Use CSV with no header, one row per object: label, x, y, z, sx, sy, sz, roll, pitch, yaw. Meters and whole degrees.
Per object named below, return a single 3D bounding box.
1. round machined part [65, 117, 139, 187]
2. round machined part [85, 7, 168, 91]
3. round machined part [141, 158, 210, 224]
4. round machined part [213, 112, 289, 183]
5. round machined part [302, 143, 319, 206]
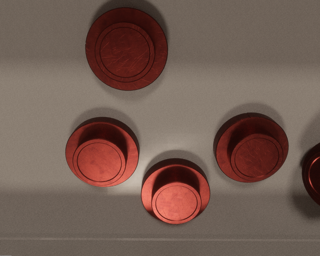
round machined part,-0.078,0.038,0.415,0.099,0.042,0.097,0,110,-1
round machined part,-0.040,-0.092,0.368,0.099,0.042,0.097,0,110,-1
round machined part,0.022,0.096,0.438,0.099,0.042,0.097,0,110,-1
round machined part,0.124,0.031,0.416,0.099,0.042,0.097,0,110,-1
round machined part,0.228,0.061,0.396,0.042,0.098,0.097,3,115,-38
